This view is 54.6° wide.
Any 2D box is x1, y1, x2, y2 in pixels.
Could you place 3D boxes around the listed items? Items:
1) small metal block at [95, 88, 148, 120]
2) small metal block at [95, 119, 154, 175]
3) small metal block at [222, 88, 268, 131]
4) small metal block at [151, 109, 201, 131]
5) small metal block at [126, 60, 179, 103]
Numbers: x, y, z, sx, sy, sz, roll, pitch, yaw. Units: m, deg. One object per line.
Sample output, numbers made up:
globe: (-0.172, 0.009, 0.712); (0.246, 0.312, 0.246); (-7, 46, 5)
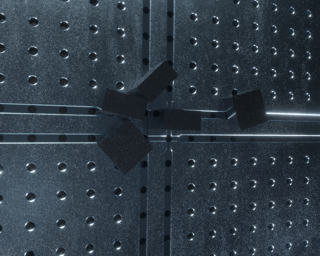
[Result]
small metal block: (-0.048, -0.027, 0.381); (0.050, 0.050, 0.025); (14, 86, -19)
small metal block: (-0.045, 0.023, 0.396); (0.050, 0.025, 0.050); (-43, 104, -15)
small metal block: (0.126, -0.027, 0.459); (0.050, 0.025, 0.050); (-18, 96, -19)
small metal block: (0.020, -0.010, 0.406); (0.050, 0.050, 0.025); (2, 90, -20)
small metal block: (-0.011, -0.056, 0.395); (0.050, 0.050, 0.025); (-46, 104, -14)
